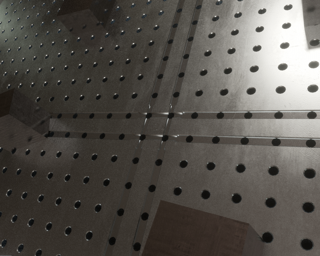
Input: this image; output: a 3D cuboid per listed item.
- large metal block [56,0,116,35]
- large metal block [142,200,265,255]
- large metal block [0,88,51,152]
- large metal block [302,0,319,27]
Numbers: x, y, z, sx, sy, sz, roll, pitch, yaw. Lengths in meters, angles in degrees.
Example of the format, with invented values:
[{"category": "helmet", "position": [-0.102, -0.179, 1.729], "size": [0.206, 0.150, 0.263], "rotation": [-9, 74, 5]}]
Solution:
[{"category": "large metal block", "position": [-0.144, -0.237, 0.611], "size": [0.080, 0.050, 0.080], "rotation": [-1, 61, 27]}, {"category": "large metal block", "position": [0.043, 0.110, 0.282], "size": [0.080, 0.080, 0.050], "rotation": [7, 66, 31]}, {"category": "large metal block", "position": [-0.240, -0.010, 0.502], "size": [0.080, 0.080, 0.050], "rotation": [-18, 55, 17]}, {"category": "large metal block", "position": [0.221, -0.182, 0.388], "size": [0.080, 0.050, 0.080], "rotation": [-5, 59, 25]}]
